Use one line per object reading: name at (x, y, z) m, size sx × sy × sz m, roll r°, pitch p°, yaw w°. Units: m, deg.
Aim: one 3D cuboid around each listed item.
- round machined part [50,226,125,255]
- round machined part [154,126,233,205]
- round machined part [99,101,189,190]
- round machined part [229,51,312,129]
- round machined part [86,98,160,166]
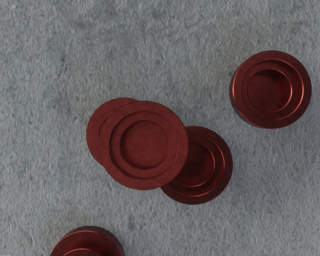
round machined part at (-0.096, 0.182, 0.400) m, size 0.099 × 0.042 × 0.097 m, roll 0°, pitch 90°, yaw -1°
round machined part at (0.040, 0.045, 0.401) m, size 0.099 × 0.042 × 0.097 m, roll 0°, pitch 91°, yaw -3°
round machined part at (-0.017, 0.020, 0.357) m, size 0.099 × 0.042 × 0.097 m, roll 0°, pitch 88°, yaw 3°
round machined part at (0.139, -0.047, 0.403) m, size 0.099 × 0.042 × 0.097 m, roll 0°, pitch 90°, yaw -1°
round machined part at (-0.046, 0.009, 0.401) m, size 0.099 × 0.042 × 0.097 m, roll 0°, pitch 90°, yaw -1°
